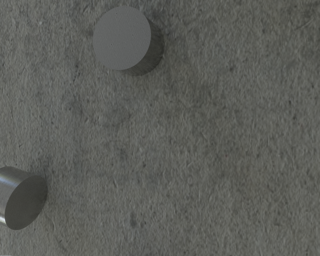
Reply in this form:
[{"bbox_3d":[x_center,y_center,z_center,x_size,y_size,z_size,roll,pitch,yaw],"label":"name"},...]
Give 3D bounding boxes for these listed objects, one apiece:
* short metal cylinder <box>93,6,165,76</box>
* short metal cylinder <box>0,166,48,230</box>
[{"bbox_3d":[-0.040,-0.112,0.409,0.080,0.050,0.079,0,90,19],"label":"short metal cylinder"},{"bbox_3d":[-0.213,0.101,0.453,0.050,0.080,0.079,14,95,19],"label":"short metal cylinder"}]
